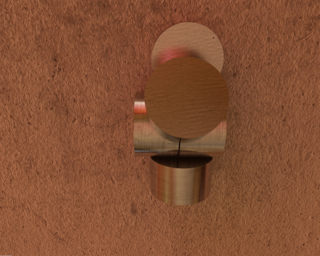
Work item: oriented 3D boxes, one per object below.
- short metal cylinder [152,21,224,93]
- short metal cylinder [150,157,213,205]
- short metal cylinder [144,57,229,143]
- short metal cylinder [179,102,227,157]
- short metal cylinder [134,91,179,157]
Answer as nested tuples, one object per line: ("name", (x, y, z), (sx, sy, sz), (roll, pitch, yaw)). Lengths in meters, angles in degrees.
("short metal cylinder", (0.031, -0.084, 0.368), (0.081, 0.050, 0.079), (0, 110, -1))
("short metal cylinder", (0.027, 0.056, 0.403), (0.081, 0.080, 0.050), (0, 110, -1))
("short metal cylinder", (0.025, -0.026, 0.318), (0.081, 0.050, 0.080), (0, 82, -1))
("short metal cylinder", (0.048, -0.004, 0.380), (0.050, 0.080, 0.079), (0, 110, 0))
("short metal cylinder", (-0.004, -0.005, 0.380), (0.050, 0.080, 0.079), (1, 110, -1))
